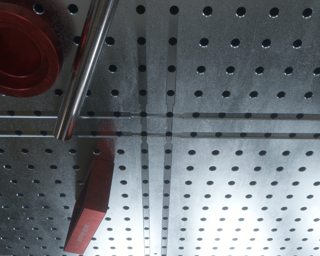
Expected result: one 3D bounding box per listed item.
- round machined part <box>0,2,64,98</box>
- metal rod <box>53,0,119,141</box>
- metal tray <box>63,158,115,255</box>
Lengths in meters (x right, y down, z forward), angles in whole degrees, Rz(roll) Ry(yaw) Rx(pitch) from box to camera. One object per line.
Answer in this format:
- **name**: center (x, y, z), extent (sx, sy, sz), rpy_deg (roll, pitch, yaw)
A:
- **round machined part**: center (-0.152, -0.084, 0.328), extent (0.099, 0.042, 0.097), rpy_deg (0, 130, 0)
- **metal rod**: center (-0.071, -0.096, 0.328), extent (0.025, 0.025, 0.298), rpy_deg (19, 128, -15)
- **metal tray**: center (-0.108, 0.119, 0.469), extent (0.030, 0.090, 0.129), rpy_deg (19, 128, -15)
